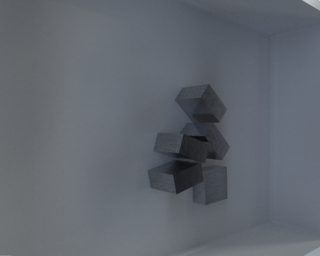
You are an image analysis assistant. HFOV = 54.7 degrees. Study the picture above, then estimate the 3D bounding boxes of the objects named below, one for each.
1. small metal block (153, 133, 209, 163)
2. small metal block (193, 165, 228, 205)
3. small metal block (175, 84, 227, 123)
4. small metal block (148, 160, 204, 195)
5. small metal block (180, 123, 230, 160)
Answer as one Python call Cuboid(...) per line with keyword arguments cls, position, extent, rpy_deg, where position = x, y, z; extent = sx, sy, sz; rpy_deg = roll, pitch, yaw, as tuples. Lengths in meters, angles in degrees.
Cuboid(cls="small metal block", position=(0.028, 0.026, 0.414), extent=(0.050, 0.050, 0.025), rpy_deg=(23, 75, -38))
Cuboid(cls="small metal block", position=(0.076, 0.085, 0.470), extent=(0.050, 0.025, 0.050), rpy_deg=(-3, 92, -40))
Cuboid(cls="small metal block", position=(0.058, -0.033, 0.438), extent=(0.050, 0.050, 0.025), rpy_deg=(48, 62, -30))
Cuboid(cls="small metal block", position=(0.021, 0.063, 0.408), extent=(0.050, 0.050, 0.025), rpy_deg=(-17, 101, -39))
Cuboid(cls="small metal block", position=(0.063, 0.019, 0.443), extent=(0.050, 0.050, 0.025), rpy_deg=(51, 60, -28))
